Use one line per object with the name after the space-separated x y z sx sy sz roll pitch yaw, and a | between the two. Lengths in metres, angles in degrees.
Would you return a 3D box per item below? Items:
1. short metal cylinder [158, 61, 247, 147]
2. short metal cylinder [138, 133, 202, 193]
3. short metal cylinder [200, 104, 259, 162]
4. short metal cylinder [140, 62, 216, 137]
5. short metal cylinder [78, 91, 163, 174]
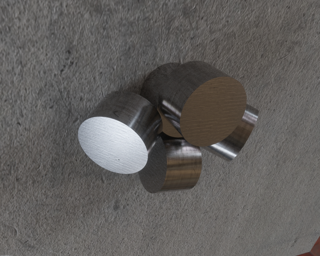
0.045 -0.027 0.336 0.081 0.050 0.079 -14 125 -21 | short metal cylinder
0.010 0.043 0.405 0.050 0.080 0.079 2 118 -30 | short metal cylinder
0.087 -0.002 0.414 0.050 0.080 0.080 29 106 2 | short metal cylinder
0.022 -0.035 0.384 0.081 0.050 0.079 -14 125 -21 | short metal cylinder
-0.043 0.005 0.347 0.080 0.050 0.079 12 131 14 | short metal cylinder
